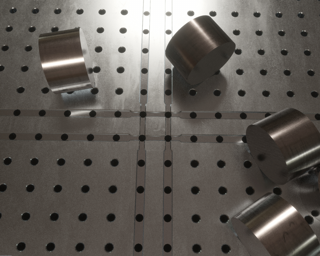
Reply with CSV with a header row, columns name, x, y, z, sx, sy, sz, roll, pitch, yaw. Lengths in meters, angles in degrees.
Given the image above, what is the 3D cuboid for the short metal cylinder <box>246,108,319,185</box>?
name,x,y,z,sx,sy,sz,roll,pitch,yaw
short metal cylinder,0.150,0.022,0.377,0.050,0.080,0.080,-25,72,-9

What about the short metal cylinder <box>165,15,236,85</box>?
name,x,y,z,sx,sy,sz,roll,pitch,yaw
short metal cylinder,0.055,-0.104,0.421,0.080,0.080,0.050,-33,74,-12

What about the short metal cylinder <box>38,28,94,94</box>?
name,x,y,z,sx,sy,sz,roll,pitch,yaw
short metal cylinder,-0.122,-0.089,0.414,0.050,0.080,0.080,-11,71,-4

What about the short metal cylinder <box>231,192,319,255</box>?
name,x,y,z,sx,sy,sz,roll,pitch,yaw
short metal cylinder,0.124,0.119,0.341,0.050,0.080,0.080,-32,73,-11

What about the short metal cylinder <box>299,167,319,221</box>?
name,x,y,z,sx,sy,sz,roll,pitch,yaw
short metal cylinder,0.219,0.076,0.374,0.081,0.050,0.080,0,70,0
